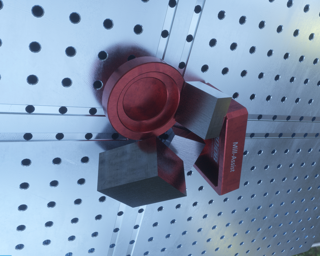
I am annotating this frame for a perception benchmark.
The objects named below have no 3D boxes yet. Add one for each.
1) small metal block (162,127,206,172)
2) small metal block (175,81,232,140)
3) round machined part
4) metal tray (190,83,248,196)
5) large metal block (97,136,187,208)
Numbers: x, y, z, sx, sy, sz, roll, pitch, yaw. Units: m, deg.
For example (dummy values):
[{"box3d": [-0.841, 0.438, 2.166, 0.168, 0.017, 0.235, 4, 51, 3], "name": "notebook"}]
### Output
[{"box3d": [0.029, 0.030, 0.441, 0.050, 0.025, 0.050, 17, 114, -24], "name": "small metal block"}, {"box3d": [0.049, -0.021, 0.357, 0.025, 0.050, 0.050, -9, 122, -41], "name": "small metal block"}, {"box3d": [-0.021, -0.038, 0.366, 0.099, 0.042, 0.097, -14, 125, -21], "name": "round machined part"}, {"box3d": [0.073, 0.015, 0.420, 0.030, 0.090, 0.129, -17, 125, -19], "name": "metal tray"}, {"box3d": [-0.021, 0.059, 0.392, 0.080, 0.050, 0.080, -17, 146, 21], "name": "large metal block"}]
